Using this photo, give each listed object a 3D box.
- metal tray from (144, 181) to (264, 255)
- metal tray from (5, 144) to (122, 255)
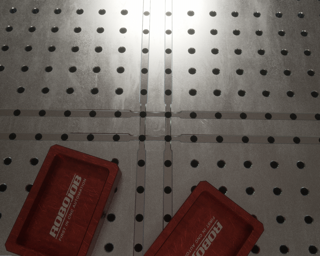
[{"bbox_3d":[0.046,0.139,0.358,0.090,0.030,0.130,37,74,12],"label":"metal tray"},{"bbox_3d":[-0.111,0.094,0.373,0.090,0.030,0.130,17,71,6],"label":"metal tray"}]
